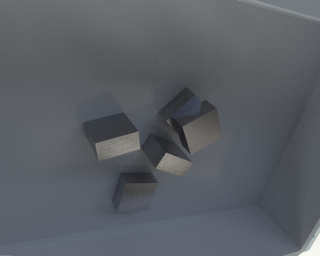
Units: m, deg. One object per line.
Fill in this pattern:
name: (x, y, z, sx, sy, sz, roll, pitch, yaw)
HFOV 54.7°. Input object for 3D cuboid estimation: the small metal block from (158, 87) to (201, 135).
small metal block: (0.034, -0.018, 0.418, 0.050, 0.025, 0.050, -42, 130, 1)

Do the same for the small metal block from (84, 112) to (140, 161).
small metal block: (-0.057, 0.009, 0.368, 0.050, 0.050, 0.025, -16, 125, -20)

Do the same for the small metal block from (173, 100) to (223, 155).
small metal block: (0.050, -0.001, 0.405, 0.050, 0.025, 0.050, -28, 129, -11)

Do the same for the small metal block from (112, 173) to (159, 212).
small metal block: (-0.036, 0.092, 0.448, 0.050, 0.025, 0.050, 6, 116, -31)

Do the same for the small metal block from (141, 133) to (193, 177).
small metal block: (0.009, 0.037, 0.422, 0.050, 0.050, 0.025, 24, 105, -37)
